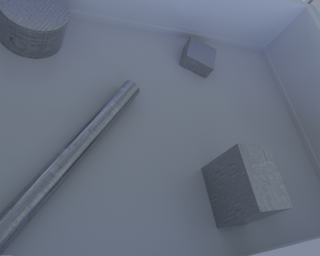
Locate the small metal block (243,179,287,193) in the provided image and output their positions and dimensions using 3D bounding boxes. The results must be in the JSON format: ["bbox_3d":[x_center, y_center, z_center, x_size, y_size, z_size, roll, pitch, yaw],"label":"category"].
[{"bbox_3d":[0.145,0.085,0.434,0.050,0.025,0.050,37,51,-4],"label":"small metal block"}]

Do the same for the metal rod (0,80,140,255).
[{"bbox_3d":[-0.105,0.042,0.323,0.025,0.025,0.301,38,51,-3],"label":"metal rod"}]

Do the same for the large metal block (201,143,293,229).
[{"bbox_3d":[0.103,0.072,0.384,0.050,0.080,0.080,2,61,-28],"label":"large metal block"}]

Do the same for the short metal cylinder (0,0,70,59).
[{"bbox_3d":[-0.159,-0.134,0.386,0.081,0.050,0.080,14,56,-21],"label":"short metal cylinder"}]

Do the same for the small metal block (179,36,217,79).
[{"bbox_3d":[0.064,-0.117,0.514,0.050,0.025,0.050,24,53,-14],"label":"small metal block"}]
